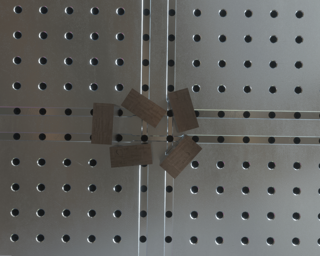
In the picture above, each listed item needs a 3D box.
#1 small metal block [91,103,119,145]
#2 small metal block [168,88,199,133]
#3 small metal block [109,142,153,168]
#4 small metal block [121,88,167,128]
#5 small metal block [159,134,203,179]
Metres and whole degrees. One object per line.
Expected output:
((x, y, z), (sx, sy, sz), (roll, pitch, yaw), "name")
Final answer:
((-0.069, -0.005, 0.400), (0.025, 0.050, 0.050), (4, 91, 0), "small metal block")
((0.029, -0.021, 0.400), (0.025, 0.050, 0.050), (-16, 89, 0), "small metal block")
((-0.035, 0.034, 0.400), (0.050, 0.050, 0.025), (-5, 90, 0), "small metal block")
((-0.020, -0.025, 0.401), (0.050, 0.050, 0.025), (34, 91, -1), "small metal block")
((0.026, 0.035, 0.400), (0.025, 0.050, 0.050), (42, 90, 1), "small metal block")
